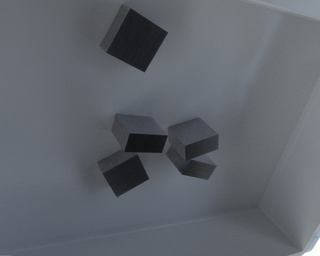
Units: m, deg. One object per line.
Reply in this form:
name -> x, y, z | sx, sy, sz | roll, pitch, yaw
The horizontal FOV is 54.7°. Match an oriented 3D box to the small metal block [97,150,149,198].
small metal block -> -0.049, 0.058, 0.418 | 0.050, 0.025, 0.050 | -28, 128, -10

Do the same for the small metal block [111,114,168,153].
small metal block -> -0.026, 0.006, 0.382 | 0.050, 0.050, 0.025 | 4, 116, -30

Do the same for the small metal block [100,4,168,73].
small metal block -> -0.028, -0.096, 0.334 | 0.050, 0.025, 0.050 | 22, 107, -36

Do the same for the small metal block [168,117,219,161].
small metal block -> 0.045, 0.014, 0.425 | 0.050, 0.050, 0.025 | -18, 126, -18

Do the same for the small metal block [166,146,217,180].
small metal block -> 0.045, 0.046, 0.445 | 0.050, 0.050, 0.025 | 17, 110, -35
